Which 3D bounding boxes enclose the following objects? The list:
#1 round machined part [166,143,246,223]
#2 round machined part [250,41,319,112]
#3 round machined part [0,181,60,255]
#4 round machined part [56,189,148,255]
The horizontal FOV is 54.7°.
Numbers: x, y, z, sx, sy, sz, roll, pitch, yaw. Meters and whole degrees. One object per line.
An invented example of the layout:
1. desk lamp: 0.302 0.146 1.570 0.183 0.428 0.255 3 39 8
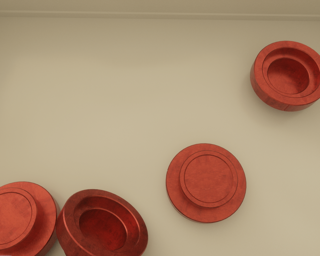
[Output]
1. round machined part: 0.056 0.065 0.377 0.099 0.042 0.098 0 70 0
2. round machined part: 0.173 -0.067 0.426 0.099 0.042 0.098 0 70 0
3. round machined part: -0.167 0.107 0.351 0.099 0.042 0.098 1 60 -1
4. round machined part: -0.066 0.116 0.338 0.098 0.098 0.042 37 112 12
